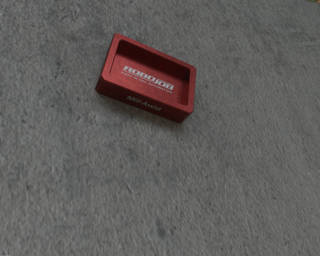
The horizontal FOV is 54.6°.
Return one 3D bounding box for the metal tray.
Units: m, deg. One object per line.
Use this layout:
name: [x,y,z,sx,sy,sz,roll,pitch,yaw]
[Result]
metal tray: [-0.015,-0.069,0.433,0.131,0.030,0.090,20,54,-16]
